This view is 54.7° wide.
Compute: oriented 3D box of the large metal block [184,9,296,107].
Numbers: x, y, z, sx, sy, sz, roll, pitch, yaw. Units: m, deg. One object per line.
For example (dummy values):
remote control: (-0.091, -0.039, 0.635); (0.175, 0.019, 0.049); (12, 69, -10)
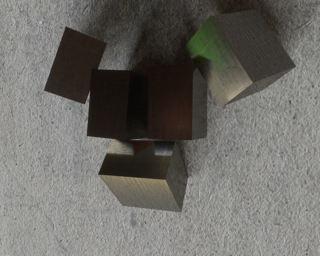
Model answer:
large metal block: (0.088, -0.079, 0.343); (0.080, 0.081, 0.050); (61, 144, 10)

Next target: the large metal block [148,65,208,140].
large metal block: (0.024, -0.027, 0.372); (0.050, 0.080, 0.079); (1, 90, 20)

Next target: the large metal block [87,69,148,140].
large metal block: (-0.047, -0.028, 0.397); (0.050, 0.080, 0.079); (5, 92, 19)

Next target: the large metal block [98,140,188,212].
large metal block: (-0.016, 0.059, 0.379); (0.080, 0.080, 0.050); (1, 51, 20)

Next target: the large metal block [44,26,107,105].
large metal block: (-0.111, -0.083, 0.409); (0.050, 0.080, 0.080); (19, 98, -18)
